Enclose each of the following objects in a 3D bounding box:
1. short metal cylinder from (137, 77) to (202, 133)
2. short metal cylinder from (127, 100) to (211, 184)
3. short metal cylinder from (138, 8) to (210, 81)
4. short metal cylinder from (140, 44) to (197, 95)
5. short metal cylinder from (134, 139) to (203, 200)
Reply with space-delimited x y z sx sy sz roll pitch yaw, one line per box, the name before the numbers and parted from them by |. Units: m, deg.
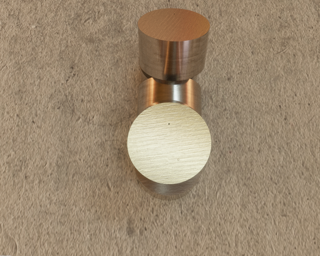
short metal cylinder | 0.012 -0.025 0.390 0.080 0.080 0.050 1 70 0
short metal cylinder | 0.009 0.012 0.321 0.080 0.050 0.079 0 98 1
short metal cylinder | 0.015 -0.099 0.364 0.081 0.050 0.080 1 45 -1
short metal cylinder | 0.013 -0.081 0.426 0.081 0.050 0.080 0 70 0
short metal cylinder | 0.010 0.046 0.380 0.081 0.050 0.080 0 70 0
